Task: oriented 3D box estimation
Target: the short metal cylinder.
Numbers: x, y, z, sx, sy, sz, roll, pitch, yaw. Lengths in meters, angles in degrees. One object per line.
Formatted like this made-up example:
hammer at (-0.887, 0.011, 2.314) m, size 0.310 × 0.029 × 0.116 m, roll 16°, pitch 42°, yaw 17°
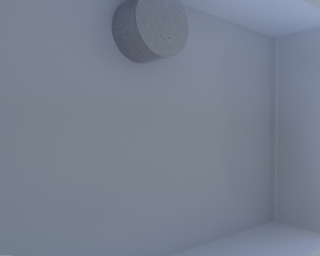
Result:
short metal cylinder at (-0.011, -0.123, 0.380) m, size 0.081 × 0.050 × 0.080 m, roll 0°, pitch 90°, yaw -40°
